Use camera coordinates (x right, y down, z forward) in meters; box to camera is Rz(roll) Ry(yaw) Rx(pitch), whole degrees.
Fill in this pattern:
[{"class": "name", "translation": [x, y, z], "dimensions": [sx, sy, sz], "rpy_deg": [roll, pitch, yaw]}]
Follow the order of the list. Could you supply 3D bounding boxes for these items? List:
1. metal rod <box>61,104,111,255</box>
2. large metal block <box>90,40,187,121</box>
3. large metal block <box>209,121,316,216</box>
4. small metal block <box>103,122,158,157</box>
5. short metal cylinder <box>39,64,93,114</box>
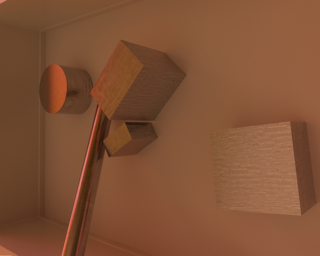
[{"class": "metal rod", "translation": [-0.092, 0.077, 0.395], "dimensions": [0.025, 0.025, 0.300], "rpy_deg": [-22, 49, 37]}, {"class": "large metal block", "translation": [-0.027, -0.056, 0.391], "dimensions": [0.050, 0.081, 0.080], "rpy_deg": [51, 120, 27]}, {"class": "large metal block", "translation": [0.100, 0.038, 0.307], "dimensions": [0.080, 0.050, 0.080], "rpy_deg": [-8, 85, 39]}, {"class": "small metal block", "translation": [-0.040, 0.016, 0.422], "dimensions": [0.050, 0.050, 0.025], "rpy_deg": [-38, 67, 33]}, {"class": "short metal cylinder", "translation": [-0.157, -0.063, 0.517], "dimensions": [0.080, 0.050, 0.079], "rpy_deg": [0, 90, 39]}]
